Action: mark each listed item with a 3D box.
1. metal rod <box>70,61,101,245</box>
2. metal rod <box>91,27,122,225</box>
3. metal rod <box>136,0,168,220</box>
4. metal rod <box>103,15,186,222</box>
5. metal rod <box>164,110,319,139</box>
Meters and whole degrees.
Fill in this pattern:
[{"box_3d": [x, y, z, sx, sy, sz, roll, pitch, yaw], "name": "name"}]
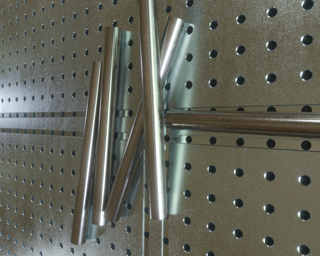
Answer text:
[{"box_3d": [-0.116, 0.043, 0.501, 0.025, 0.025, 0.298, 14, 99, 39], "name": "metal rod"}, {"box_3d": [-0.082, -0.001, 0.474, 0.025, 0.025, 0.298, 8, 95, 39], "name": "metal rod"}, {"box_3d": [-0.010, -0.031, 0.390, 0.025, 0.025, 0.298, 4, 100, 39], "name": "metal rod"}, {"box_3d": [-0.026, -0.002, 0.428, 0.025, 0.025, 0.298, 30, 108, 35], "name": "metal rod"}, {"box_3d": [0.129, -0.003, 0.302, 0.300, 0.025, 0.025, 4, 92, 39], "name": "metal rod"}]
